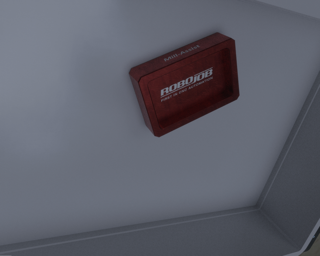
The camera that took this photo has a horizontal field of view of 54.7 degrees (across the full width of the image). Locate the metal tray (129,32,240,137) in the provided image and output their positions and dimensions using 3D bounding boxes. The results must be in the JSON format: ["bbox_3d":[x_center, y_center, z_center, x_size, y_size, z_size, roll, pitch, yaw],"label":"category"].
[{"bbox_3d":[0.036,-0.054,0.392,0.131,0.030,0.090,-26,128,-13],"label":"metal tray"}]
